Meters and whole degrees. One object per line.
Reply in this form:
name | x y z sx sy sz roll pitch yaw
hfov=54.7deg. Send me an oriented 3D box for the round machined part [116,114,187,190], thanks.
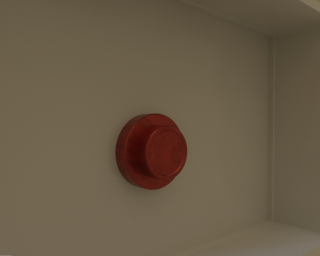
round machined part | -0.003 0.030 0.395 0.099 0.042 0.097 0 90 -40
